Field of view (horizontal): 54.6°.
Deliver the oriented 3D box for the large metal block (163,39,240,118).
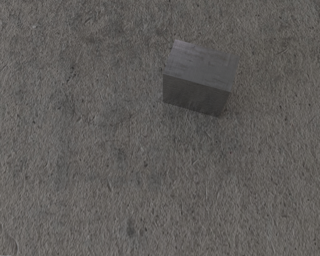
[{"bbox_3d":[0.049,-0.061,0.402,0.080,0.080,0.050,16,71,6],"label":"large metal block"}]
